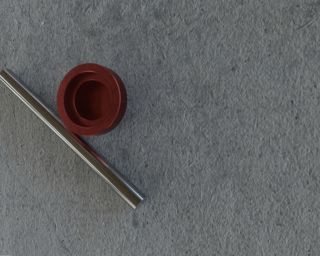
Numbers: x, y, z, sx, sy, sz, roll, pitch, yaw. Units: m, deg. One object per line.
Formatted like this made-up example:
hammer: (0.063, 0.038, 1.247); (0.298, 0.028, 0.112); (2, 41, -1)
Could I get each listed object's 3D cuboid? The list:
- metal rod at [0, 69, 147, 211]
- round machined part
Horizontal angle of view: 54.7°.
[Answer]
metal rod: (-0.137, 0.009, 0.457); (0.300, 0.025, 0.025); (40, 103, 15)
round machined part: (-0.090, -0.038, 0.432); (0.098, 0.042, 0.097); (0, 90, 20)
